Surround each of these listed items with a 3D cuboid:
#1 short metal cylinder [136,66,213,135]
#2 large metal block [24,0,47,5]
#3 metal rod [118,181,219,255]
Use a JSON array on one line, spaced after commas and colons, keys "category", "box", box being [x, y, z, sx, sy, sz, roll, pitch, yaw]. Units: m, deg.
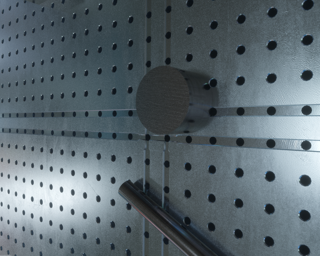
[{"category": "short metal cylinder", "box": [0.017, -0.032, 0.377, 0.080, 0.050, 0.079, 0, 90, 39]}, {"category": "large metal block", "box": [-0.230, -0.289, 0.579, 0.080, 0.050, 0.079, -3, 88, 39]}, {"category": "metal rod", "box": [0.054, 0.154, 0.363, 0.300, 0.025, 0.025, 33, 110, 34]}]
